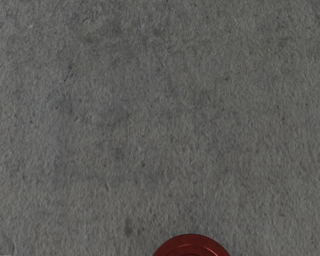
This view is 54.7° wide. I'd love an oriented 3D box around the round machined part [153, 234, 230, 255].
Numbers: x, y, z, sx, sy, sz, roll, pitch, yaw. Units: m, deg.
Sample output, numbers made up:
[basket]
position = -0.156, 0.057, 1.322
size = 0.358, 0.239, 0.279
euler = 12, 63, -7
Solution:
[round machined part]
position = 0.033, 0.168, 0.338
size = 0.099, 0.042, 0.098
euler = 0, 70, -1
